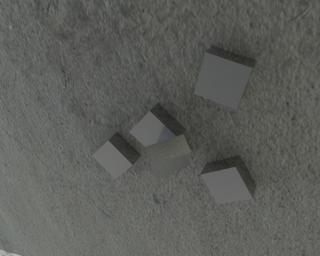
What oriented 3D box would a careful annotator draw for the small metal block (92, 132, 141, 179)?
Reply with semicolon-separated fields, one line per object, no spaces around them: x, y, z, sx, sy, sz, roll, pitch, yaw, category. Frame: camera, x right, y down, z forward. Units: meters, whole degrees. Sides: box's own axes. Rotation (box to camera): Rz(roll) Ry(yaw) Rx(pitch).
-0.066;0.042;0.466;0.050;0.025;0.050;46;129;-5;small metal block

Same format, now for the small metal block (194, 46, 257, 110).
0.070;-0.055;0.336;0.050;0.025;0.050;23;127;14;small metal block

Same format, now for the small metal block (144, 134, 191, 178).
0.011;0.036;0.393;0.050;0.025;0.050;-18;154;-5;small metal block

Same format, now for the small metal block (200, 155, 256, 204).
0.089;0.068;0.401;0.050;0.025;0.050;-20;108;35;small metal block

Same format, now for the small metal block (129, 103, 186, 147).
-0.004;0.003;0.410;0.050;0.025;0.050;44;129;-3;small metal block
